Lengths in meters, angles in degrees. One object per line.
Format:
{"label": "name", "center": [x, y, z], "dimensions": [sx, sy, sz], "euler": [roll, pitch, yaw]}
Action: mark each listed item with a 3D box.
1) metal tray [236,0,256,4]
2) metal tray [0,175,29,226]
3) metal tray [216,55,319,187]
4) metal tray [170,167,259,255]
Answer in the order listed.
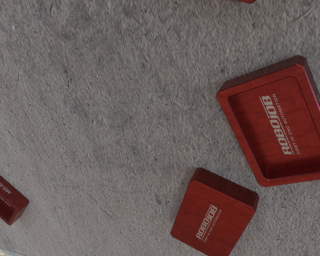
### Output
{"label": "metal tray", "center": [0.038, -0.174, 0.276], "dimensions": [0.130, 0.030, 0.089], "euler": [21, 126, 15]}
{"label": "metal tray", "center": [-0.359, 0.148, 0.684], "dimensions": [0.130, 0.030, 0.090], "euler": [42, 129, -1]}
{"label": "metal tray", "center": [0.129, -0.001, 0.334], "dimensions": [0.090, 0.030, 0.130], "euler": [-18, 109, 35]}
{"label": "metal tray", "center": [0.074, 0.127, 0.444], "dimensions": [0.090, 0.030, 0.129], "euler": [24, 127, 13]}
